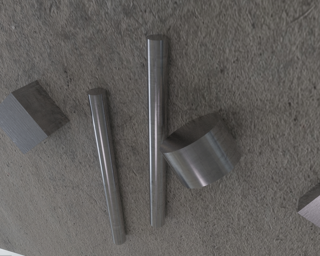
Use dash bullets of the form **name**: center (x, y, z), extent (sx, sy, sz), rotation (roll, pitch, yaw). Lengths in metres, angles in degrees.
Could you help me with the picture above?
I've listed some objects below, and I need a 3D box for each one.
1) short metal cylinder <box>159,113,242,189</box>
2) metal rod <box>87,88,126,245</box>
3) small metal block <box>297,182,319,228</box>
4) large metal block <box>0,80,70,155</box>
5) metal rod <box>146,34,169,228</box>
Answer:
- **short metal cylinder**: center (0.047, 0.025, 0.362), extent (0.080, 0.080, 0.050), rotation (-23, 106, 36)
- **metal rod**: center (-0.081, 0.078, 0.497), extent (0.025, 0.025, 0.298), rotation (11, 123, 22)
- **small metal block**: center (0.198, 0.091, 0.359), extent (0.050, 0.025, 0.050), rotation (34, 129, 6)
- **large metal block**: center (-0.205, -0.016, 0.489), extent (0.080, 0.050, 0.080), rotation (-29, 103, 37)
- **metal rod**: center (-0.004, 0.025, 0.424), extent (0.025, 0.025, 0.298), rotation (14, 124, 20)
